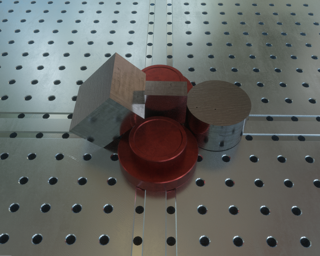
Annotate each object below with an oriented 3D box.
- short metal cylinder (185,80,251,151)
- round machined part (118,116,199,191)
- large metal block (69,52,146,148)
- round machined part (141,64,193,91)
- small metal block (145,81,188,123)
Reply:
[{"bbox_3d":[0.073,-0.017,0.405,0.080,0.050,0.080,0,50,0],"label":"short metal cylinder"},{"bbox_3d":[-0.002,0.024,0.377,0.099,0.042,0.098,0,50,0],"label":"round machined part"},{"bbox_3d":[-0.064,-0.034,0.392,0.050,0.080,0.080,32,40,-33],"label":"large metal block"},{"bbox_3d":[0.000,-0.053,0.441,0.099,0.042,0.098,0,50,0],"label":"round machined part"},{"bbox_3d":[0.008,-0.032,0.389,0.050,0.050,0.025,1,50,1],"label":"small metal block"}]
